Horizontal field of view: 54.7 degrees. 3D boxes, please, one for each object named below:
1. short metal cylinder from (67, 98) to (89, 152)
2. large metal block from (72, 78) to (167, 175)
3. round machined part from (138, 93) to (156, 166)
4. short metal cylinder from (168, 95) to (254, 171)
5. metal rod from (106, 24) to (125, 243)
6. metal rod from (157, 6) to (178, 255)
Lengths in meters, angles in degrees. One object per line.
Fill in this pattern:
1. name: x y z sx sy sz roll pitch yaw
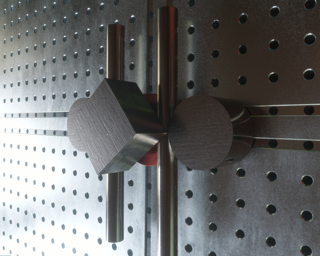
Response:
1. short metal cylinder: -0.097 -0.005 0.474 0.080 0.050 0.080 0 90 40
2. large metal block: -0.051 -0.001 0.374 0.080 0.050 0.080 -46 63 30
3. round machined part: -0.018 0.002 0.414 0.098 0.042 0.097 0 90 40
4. short metal cylinder: 0.056 0.005 0.346 0.080 0.050 0.080 0 90 40
5. metal rod: -0.063 0.007 0.434 0.025 0.025 0.298 1 90 40
6. metal rod: 0.009 0.006 0.375 0.025 0.025 0.298 0 90 40
